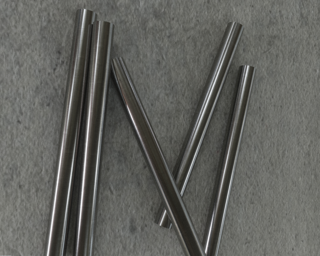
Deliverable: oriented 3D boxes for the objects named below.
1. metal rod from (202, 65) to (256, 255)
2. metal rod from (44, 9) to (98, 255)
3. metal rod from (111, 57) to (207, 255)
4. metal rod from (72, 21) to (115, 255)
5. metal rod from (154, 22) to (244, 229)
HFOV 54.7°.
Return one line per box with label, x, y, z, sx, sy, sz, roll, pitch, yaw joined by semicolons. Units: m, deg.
metal rod;0.097;0.057;0.446;0.025;0.025;0.298;15;85;-20
metal rod;-0.107;0.009;0.370;0.025;0.025;0.298;8;87;-20
metal rod;0.000;0.054;0.389;0.025;0.025;0.299;-23;90;-19
metal rod;-0.080;0.026;0.370;0.025;0.025;0.298;5;92;-20
metal rod;0.057;-0.009;0.431;0.025;0.025;0.299;24;82;-19
